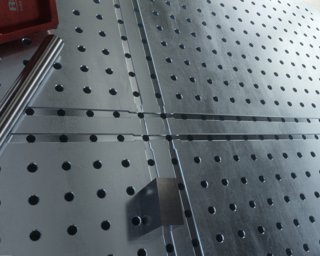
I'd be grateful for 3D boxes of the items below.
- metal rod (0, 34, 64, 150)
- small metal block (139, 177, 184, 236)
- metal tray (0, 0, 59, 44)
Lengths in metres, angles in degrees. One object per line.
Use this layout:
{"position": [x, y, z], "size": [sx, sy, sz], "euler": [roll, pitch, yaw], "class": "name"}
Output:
{"position": [-0.168, 0.006, 0.314], "size": [0.025, 0.025, 0.300], "euler": [25, 53, -13], "class": "metal rod"}
{"position": [0.000, 0.087, 0.340], "size": [0.025, 0.050, 0.050], "euler": [6, 59, -26], "class": "small metal block"}
{"position": [-0.171, -0.172, 0.355], "size": [0.030, 0.129, 0.091], "euler": [30, 45, 29], "class": "metal tray"}
